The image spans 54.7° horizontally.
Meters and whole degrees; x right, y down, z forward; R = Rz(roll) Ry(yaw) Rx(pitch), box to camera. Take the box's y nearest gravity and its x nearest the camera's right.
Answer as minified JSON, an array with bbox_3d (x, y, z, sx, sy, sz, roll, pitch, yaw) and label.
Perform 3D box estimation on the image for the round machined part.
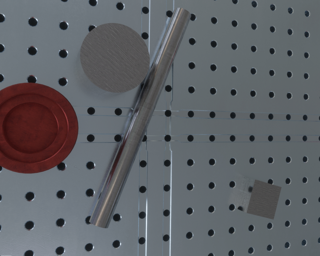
[{"bbox_3d":[-0.145,0.000,0.350,0.099,0.042,0.097,0,90,-20],"label":"round machined part"}]

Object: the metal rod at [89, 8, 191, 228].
[{"bbox_3d":[-0.023,-0.019,0.404,0.025,0.025,0.299,24,82,-19],"label":"metal rod"}]

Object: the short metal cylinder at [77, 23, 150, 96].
[{"bbox_3d":[-0.058,-0.080,0.378,0.081,0.050,0.079,0,90,-20],"label":"short metal cylinder"}]

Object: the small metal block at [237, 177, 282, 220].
[{"bbox_3d":[0.150,0.106,0.468,0.050,0.025,0.050,18,84,-19],"label":"small metal block"}]
